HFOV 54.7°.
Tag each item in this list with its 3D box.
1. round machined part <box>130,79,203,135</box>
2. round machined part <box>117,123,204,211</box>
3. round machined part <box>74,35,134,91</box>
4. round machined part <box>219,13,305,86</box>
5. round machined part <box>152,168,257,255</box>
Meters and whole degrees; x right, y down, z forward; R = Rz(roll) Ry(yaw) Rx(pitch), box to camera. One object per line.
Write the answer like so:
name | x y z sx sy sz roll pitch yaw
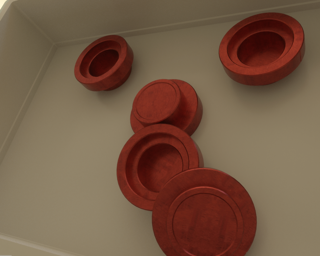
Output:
round machined part | 0.003 -0.025 0.409 0.098 0.042 0.098 -13 56 21
round machined part | 0.003 0.047 0.357 0.098 0.042 0.098 -8 68 21
round machined part | -0.085 -0.099 0.501 0.098 0.042 0.098 -13 56 21
round machined part | 0.127 -0.092 0.385 0.098 0.042 0.098 -13 56 21
round machined part | 0.041 0.087 0.291 0.099 0.042 0.097 0 86 5
